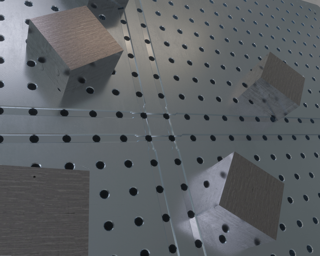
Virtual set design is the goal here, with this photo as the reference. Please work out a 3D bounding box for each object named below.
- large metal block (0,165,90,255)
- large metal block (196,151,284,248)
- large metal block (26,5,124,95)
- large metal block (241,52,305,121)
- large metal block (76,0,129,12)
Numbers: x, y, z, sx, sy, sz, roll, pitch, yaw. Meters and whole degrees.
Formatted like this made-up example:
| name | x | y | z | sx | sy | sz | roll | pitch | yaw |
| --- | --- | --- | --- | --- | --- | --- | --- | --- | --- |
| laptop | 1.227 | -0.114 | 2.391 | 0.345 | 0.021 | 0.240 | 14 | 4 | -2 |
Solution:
| name | x | y | z | sx | sy | sz | roll | pitch | yaw |
| --- | --- | --- | --- | --- | --- | --- | --- | --- | --- |
| large metal block | -0.111 | 0.083 | 0.282 | 0.081 | 0.050 | 0.080 | 8 | 58 | -24 |
| large metal block | 0.103 | 0.090 | 0.392 | 0.080 | 0.050 | 0.080 | 33 | 52 | -7 |
| large metal block | -0.108 | -0.101 | 0.395 | 0.080 | 0.050 | 0.080 | -34 | 81 | -38 |
| large metal block | 0.200 | -0.073 | 0.543 | 0.080 | 0.050 | 0.080 | 35 | 51 | -5 |
| large metal block | -0.098 | -0.231 | 0.480 | 0.081 | 0.050 | 0.080 | -28 | 77 | -37 |
